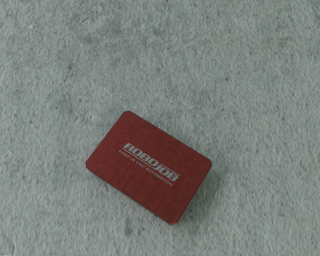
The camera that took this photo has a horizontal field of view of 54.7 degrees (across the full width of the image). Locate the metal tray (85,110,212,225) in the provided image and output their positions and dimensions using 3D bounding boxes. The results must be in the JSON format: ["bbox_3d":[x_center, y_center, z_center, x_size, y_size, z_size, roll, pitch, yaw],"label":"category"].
[{"bbox_3d":[-0.013,0.048,0.388,0.130,0.030,0.090,32,73,10],"label":"metal tray"}]
